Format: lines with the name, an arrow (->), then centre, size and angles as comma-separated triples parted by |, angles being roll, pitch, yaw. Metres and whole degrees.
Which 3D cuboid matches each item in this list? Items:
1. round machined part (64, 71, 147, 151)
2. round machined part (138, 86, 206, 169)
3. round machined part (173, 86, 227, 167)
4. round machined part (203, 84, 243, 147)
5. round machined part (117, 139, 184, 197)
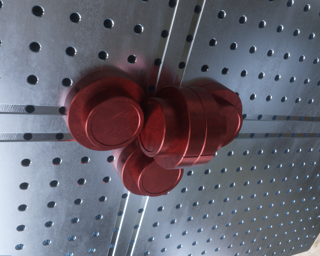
round machined part -> -0.058, -0.014, 0.361 | 0.099, 0.042, 0.097 | -14, 125, -21
round machined part -> 0.006, -0.001, 0.360 | 0.042, 0.098, 0.097 | 1, 118, -30
round machined part -> 0.045, -0.002, 0.382 | 0.042, 0.098, 0.097 | -1, 119, -29
round machined part -> 0.077, -0.010, 0.437 | 0.099, 0.042, 0.097 | -14, 125, -21
round machined part -> -0.006, 0.057, 0.433 | 0.099, 0.042, 0.097 | -14, 125, -21
